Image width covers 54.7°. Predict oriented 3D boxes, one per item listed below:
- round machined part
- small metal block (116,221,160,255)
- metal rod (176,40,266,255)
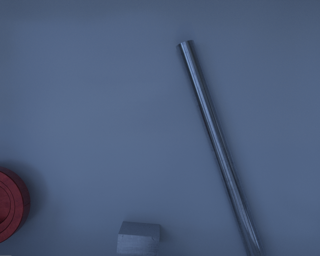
[{"bbox_3d":[-0.216,0.097,0.400,0.099,0.042,0.097,0,90,-1],"label":"round machined part"},{"bbox_3d":[-0.027,0.142,0.399,0.050,0.050,0.025,5,90,-1],"label":"small metal block"},{"bbox_3d":[0.081,0.029,0.412,0.025,0.025,0.298,-19,90,0],"label":"metal rod"}]
